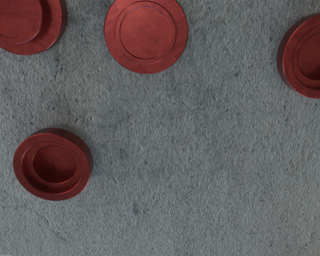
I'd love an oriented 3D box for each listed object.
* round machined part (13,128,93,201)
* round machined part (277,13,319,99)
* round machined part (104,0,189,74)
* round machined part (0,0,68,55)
[{"bbox_3d":[-0.139,0.045,0.416,0.099,0.042,0.097,0,110,0],"label":"round machined part"},{"bbox_3d":[0.189,-0.087,0.370,0.099,0.042,0.097,0,110,0],"label":"round machined part"},{"bbox_3d":[-0.016,-0.111,0.360,0.099,0.042,0.097,0,110,0],"label":"round machined part"},{"bbox_3d":[-0.160,-0.132,0.351,0.099,0.042,0.097,0,110,0],"label":"round machined part"}]
